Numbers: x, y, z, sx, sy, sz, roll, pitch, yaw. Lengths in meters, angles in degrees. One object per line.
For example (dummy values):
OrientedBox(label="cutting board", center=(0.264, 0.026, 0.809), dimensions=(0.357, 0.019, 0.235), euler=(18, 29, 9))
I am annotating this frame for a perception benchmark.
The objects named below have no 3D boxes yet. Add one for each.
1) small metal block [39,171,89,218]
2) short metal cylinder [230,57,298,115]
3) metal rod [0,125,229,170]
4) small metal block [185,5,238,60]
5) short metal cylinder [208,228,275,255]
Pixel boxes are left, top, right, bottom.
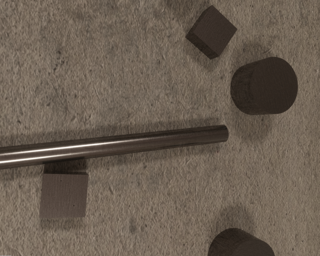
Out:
OrientedBox(label="small metal block", center=(-0.114, 0.078, 0.368), dimensions=(0.050, 0.025, 0.050), euler=(5, 88, -20))
OrientedBox(label="short metal cylinder", center=(0.152, -0.059, 0.453), dimensions=(0.081, 0.050, 0.079), euler=(0, 90, -21))
OrientedBox(label="metal rod", center=(-0.050, 0.021, 0.391), dimensions=(0.303, 0.025, 0.025), euler=(-6, 92, -20))
OrientedBox(label="small metal block", center=(0.073, -0.134, 0.437), dimensions=(0.050, 0.025, 0.050), euler=(37, 78, -17))
OrientedBox(label="short metal cylinder", center=(0.115, 0.190, 0.440), dimensions=(0.081, 0.050, 0.079), euler=(0, 90, -21))
